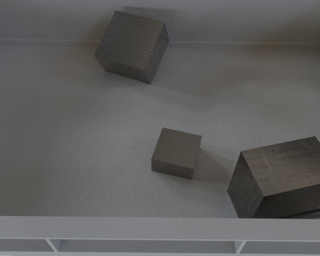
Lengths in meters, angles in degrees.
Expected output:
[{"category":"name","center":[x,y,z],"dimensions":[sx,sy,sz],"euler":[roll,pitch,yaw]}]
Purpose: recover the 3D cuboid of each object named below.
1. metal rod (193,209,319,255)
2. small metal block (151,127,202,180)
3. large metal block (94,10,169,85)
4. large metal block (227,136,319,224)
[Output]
[{"category":"metal rod","center":[0.172,0.073,0.259],"dimensions":[0.300,0.025,0.025],"euler":[-19,47,19]},{"category":"small metal block","center":[0.021,0.031,0.379],"dimensions":[0.050,0.025,0.050],"euler":[12,51,10]},{"category":"large metal block","center":[-0.041,-0.122,0.472],"dimensions":[0.080,0.050,0.080],"euler":[19,77,14]},{"category":"large metal block","center":[0.123,0.059,0.321],"dimensions":[0.081,0.080,0.050],"euler":[-10,51,-9]}]
